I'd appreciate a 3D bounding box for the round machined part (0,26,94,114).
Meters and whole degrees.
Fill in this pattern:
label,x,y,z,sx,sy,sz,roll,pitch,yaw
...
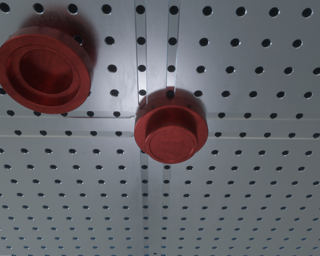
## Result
label,x,y,z,sx,sy,sz,roll,pitch,yaw
round machined part,-0.123,-0.066,0.343,0.099,0.042,0.097,0,130,0

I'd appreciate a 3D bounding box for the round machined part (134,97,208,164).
label,x,y,z,sx,sy,sz,roll,pitch,yaw
round machined part,0.015,0.010,0.409,0.099,0.042,0.097,0,130,0
